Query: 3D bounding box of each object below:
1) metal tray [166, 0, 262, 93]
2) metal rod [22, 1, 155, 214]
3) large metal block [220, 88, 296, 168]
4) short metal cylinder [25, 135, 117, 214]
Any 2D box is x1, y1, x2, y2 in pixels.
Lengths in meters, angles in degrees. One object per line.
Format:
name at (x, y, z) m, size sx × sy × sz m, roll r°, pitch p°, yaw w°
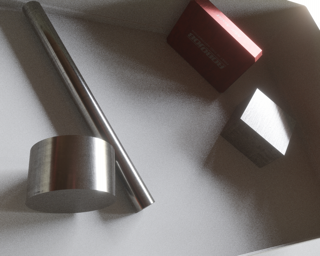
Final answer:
metal tray at (0.082, -0.129, 0.488) m, size 0.130 × 0.090 × 0.030 m, roll 44°, pitch 51°, yaw 2°
metal rod at (-0.093, -0.035, 0.377) m, size 0.025 × 0.025 × 0.299 m, roll -22°, pitch 74°, yaw -36°
large metal block at (0.151, 0.000, 0.474) m, size 0.080 × 0.050 × 0.080 m, roll 40°, pitch 51°, yaw -2°
short metal cylinder at (-0.083, 0.047, 0.298) m, size 0.081 × 0.080 × 0.050 m, roll 7°, pitch 59°, yaw -25°
